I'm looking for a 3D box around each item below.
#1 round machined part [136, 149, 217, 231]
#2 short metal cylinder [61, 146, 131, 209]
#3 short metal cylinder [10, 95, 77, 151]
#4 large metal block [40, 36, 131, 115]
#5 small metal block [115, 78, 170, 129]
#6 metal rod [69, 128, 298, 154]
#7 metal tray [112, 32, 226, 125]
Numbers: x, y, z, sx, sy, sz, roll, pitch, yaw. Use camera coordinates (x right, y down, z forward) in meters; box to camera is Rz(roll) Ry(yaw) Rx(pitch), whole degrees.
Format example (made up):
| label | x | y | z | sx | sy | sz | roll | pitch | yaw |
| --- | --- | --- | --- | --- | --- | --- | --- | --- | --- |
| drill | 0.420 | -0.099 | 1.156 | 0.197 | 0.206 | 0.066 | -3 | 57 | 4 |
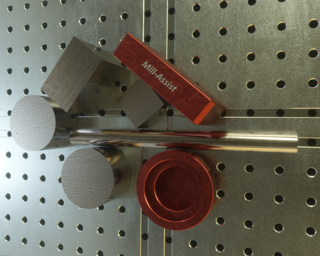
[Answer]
| label | x | y | z | sx | sy | sz | roll | pitch | yaw |
| --- | --- | --- | --- | --- | --- | --- | --- | --- | --- |
| round machined part | 0.023 | 0.076 | 0.395 | 0.098 | 0.042 | 0.097 | 0 | 90 | 20 |
| short metal cylinder | -0.088 | 0.066 | 0.430 | 0.080 | 0.050 | 0.080 | 0 | 90 | 20 |
| short metal cylinder | -0.172 | -0.007 | 0.459 | 0.080 | 0.050 | 0.080 | 0 | 90 | 20 |
| large metal block | -0.097 | -0.066 | 0.418 | 0.050 | 0.080 | 0.080 | 40 | 103 | 15 |
| small metal block | -0.023 | -0.034 | 0.421 | 0.050 | 0.025 | 0.050 | -41 | 77 | 15 |
| metal rod | 0.016 | 0.015 | 0.407 | 0.301 | 0.025 | 0.025 | 1 | 90 | 19 |
| metal tray | 0.015 | -0.056 | 0.372 | 0.130 | 0.090 | 0.030 | 42 | 103 | 15 |
